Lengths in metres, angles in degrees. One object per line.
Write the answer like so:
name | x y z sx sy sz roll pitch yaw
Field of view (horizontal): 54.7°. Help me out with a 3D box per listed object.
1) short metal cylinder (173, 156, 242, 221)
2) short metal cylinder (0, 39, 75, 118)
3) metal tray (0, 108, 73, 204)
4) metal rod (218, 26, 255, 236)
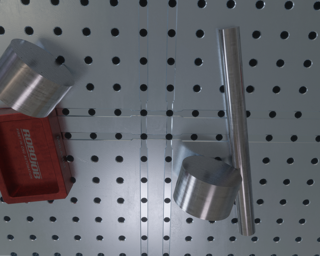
short metal cylinder | 0.063 0.078 0.413 0.080 0.080 0.050 12 110 -5
short metal cylinder | -0.149 -0.058 0.361 0.080 0.080 0.050 40 105 -13
metal tray | -0.179 0.037 0.422 0.091 0.030 0.129 -6 110 2
metal rod | 0.107 0.018 0.420 0.025 0.025 0.298 -9 110 3
